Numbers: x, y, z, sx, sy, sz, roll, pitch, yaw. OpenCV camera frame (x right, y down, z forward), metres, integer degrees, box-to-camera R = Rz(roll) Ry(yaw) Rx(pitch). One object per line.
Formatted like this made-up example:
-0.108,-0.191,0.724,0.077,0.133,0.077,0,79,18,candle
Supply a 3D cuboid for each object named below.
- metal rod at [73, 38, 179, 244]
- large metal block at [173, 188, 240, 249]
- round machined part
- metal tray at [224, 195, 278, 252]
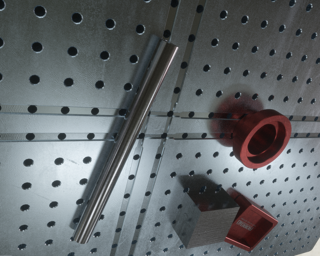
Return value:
-0.051,0.030,0.401,0.025,0.025,0.298,14,111,-34,metal rod
0.078,0.154,0.533,0.081,0.050,0.079,2,118,-30,large metal block
0.156,0.013,0.493,0.099,0.042,0.097,-14,124,-21,round machined part
0.172,0.194,0.621,0.090,0.030,0.130,-50,129,7,metal tray
